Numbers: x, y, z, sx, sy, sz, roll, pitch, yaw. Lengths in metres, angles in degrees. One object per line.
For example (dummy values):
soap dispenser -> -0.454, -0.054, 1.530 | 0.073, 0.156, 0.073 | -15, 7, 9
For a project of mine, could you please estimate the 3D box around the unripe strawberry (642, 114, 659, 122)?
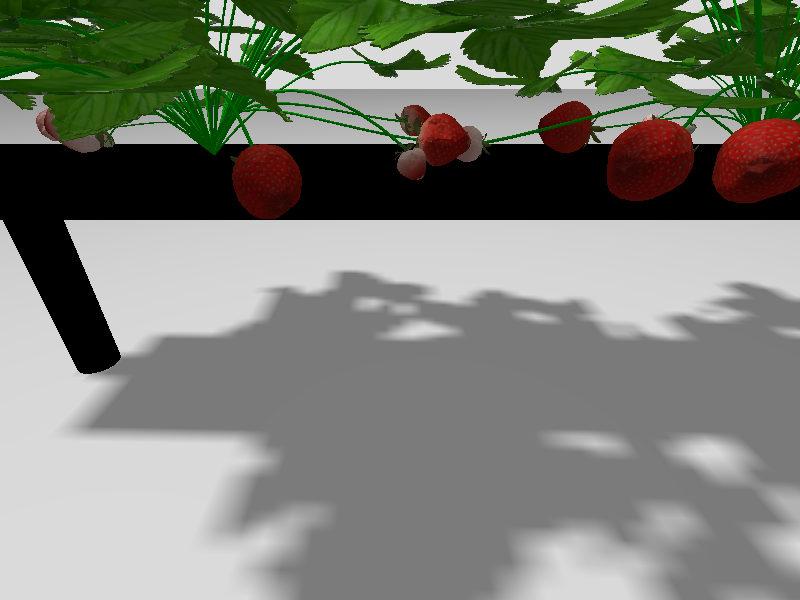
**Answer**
unripe strawberry -> 0.281, -0.198, 0.451 | 0.017, 0.020, 0.019 | -3, 9, -5

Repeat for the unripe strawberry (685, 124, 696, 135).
unripe strawberry -> 0.312, -0.184, 0.432 | 0.011, 0.011, 0.011 | 4, 29, 7

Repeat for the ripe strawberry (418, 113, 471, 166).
ripe strawberry -> 0.031, -0.110, 0.277 | 0.035, 0.035, 0.038 | 9, 30, 14

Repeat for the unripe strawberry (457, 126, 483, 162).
unripe strawberry -> 0.048, -0.118, 0.303 | 0.026, 0.026, 0.025 | -4, 29, -5

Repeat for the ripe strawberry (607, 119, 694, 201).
ripe strawberry -> 0.124, -0.069, 0.203 | 0.041, 0.040, 0.038 | -22, 36, -33

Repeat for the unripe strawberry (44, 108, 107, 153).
unripe strawberry -> -0.279, -0.149, 0.342 | 0.045, 0.043, 0.041 | 4, 29, 8

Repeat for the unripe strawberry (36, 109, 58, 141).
unripe strawberry -> -0.342, -0.172, 0.394 | 0.028, 0.029, 0.025 | 11, 31, 20

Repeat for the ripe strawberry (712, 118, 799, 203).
ripe strawberry -> 0.181, -0.068, 0.200 | 0.039, 0.041, 0.042 | 22, 36, 33

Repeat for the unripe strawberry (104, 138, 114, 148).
unripe strawberry -> -0.271, -0.146, 0.369 | 0.011, 0.011, 0.011 | -25, 16, 32

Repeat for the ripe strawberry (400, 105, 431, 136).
ripe strawberry -> 0.018, -0.190, 0.424 | 0.031, 0.031, 0.034 | -17, 33, -29

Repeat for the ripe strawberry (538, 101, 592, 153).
ripe strawberry -> 0.139, -0.147, 0.342 | 0.042, 0.041, 0.039 | 3, 29, 7

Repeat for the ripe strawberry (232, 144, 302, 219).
ripe strawberry -> -0.058, -0.051, 0.179 | 0.030, 0.032, 0.033 | -16, 52, -26

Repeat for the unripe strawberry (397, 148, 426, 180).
unripe strawberry -> 0.008, -0.083, 0.246 | 0.018, 0.019, 0.021 | -24, 10, 40
